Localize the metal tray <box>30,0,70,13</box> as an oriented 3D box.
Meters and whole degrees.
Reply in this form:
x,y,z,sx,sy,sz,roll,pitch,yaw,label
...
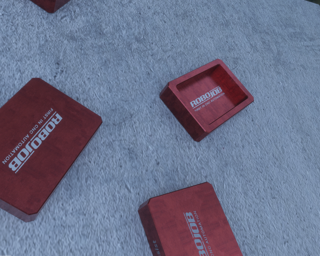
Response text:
x,y,z,sx,sy,sz,roll,pitch,yaw,label
-0.183,-0.232,0.442,0.130,0.030,0.090,34,51,-6,metal tray

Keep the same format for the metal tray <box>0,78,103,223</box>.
x,y,z,sx,sy,sz,roll,pitch,yaw,label
-0.131,0.017,0.320,0.090,0.030,0.130,33,51,-7,metal tray

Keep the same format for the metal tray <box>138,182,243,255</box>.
x,y,z,sx,sy,sz,roll,pitch,yaw,label
0.040,0.133,0.341,0.091,0.030,0.130,-9,66,-32,metal tray

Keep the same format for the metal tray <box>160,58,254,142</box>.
x,y,z,sx,sy,sz,roll,pitch,yaw,label
0.074,-0.046,0.468,0.131,0.030,0.090,-31,79,-38,metal tray
